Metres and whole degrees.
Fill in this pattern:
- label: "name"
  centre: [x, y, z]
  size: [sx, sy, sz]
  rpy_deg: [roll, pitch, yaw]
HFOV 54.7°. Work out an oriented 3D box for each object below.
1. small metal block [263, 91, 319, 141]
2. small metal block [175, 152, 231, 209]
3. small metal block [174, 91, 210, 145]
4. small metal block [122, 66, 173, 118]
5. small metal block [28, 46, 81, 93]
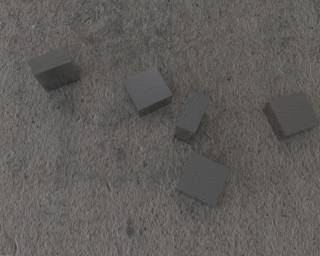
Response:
- label: "small metal block"
  centre: [0.175, -0.016, 0.415]
  size: [0.050, 0.025, 0.050]
  rpy_deg: [-18, 71, -7]
- label: "small metal block"
  centre: [0.053, 0.065, 0.385]
  size: [0.050, 0.025, 0.050]
  rpy_deg: [25, 72, 8]
- label: "small metal block"
  centre: [0.041, -0.012, 0.399]
  size: [0.025, 0.050, 0.050]
  rpy_deg: [23, 72, 8]
- label: "small metal block"
  centre: [-0.017, -0.050, 0.426]
  size: [0.050, 0.025, 0.050]
  rpy_deg: [-26, 72, -9]
- label: "small metal block"
  centre: [-0.142, -0.079, 0.422]
  size: [0.050, 0.050, 0.025]
  rpy_deg: [-23, 72, -8]
